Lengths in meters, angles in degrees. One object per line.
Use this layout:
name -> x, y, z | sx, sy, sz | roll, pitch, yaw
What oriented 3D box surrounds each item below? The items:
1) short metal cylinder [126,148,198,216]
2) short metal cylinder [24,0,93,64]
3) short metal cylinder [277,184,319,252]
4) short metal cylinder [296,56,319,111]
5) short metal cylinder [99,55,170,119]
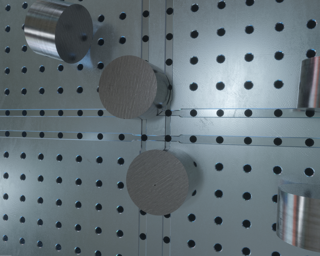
short metal cylinder -> 0.004, 0.066, 0.397 | 0.080, 0.050, 0.079 | 0, 90, 19
short metal cylinder -> -0.138, -0.135, 0.431 | 0.050, 0.080, 0.080 | 19, 96, 19
short metal cylinder -> 0.166, 0.091, 0.325 | 0.080, 0.080, 0.050 | 2, 91, 19
short metal cylinder -> 0.186, -0.042, 0.318 | 0.080, 0.080, 0.050 | 6, 92, 19
short metal cylinder -> -0.033, -0.051, 0.410 | 0.080, 0.050, 0.079 | 0, 90, 19
